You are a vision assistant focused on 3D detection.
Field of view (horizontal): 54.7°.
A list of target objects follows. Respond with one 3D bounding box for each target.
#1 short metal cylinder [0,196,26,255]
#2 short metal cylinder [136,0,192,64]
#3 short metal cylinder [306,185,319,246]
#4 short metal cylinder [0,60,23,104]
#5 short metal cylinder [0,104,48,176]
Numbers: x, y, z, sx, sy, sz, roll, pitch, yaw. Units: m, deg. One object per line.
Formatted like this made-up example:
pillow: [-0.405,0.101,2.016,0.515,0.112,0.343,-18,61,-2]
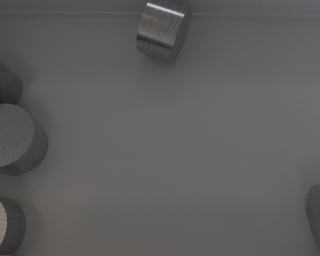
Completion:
short metal cylinder: [-0.204,0.115,0.353,0.081,0.050,0.080,0,70,0]
short metal cylinder: [0.007,-0.136,0.430,0.050,0.080,0.080,21,71,7]
short metal cylinder: [0.209,0.100,0.345,0.050,0.080,0.080,-7,70,-2]
short metal cylinder: [-0.228,-0.053,0.398,0.050,0.080,0.080,40,75,13]
short metal cylinder: [-0.190,0.016,0.389,0.081,0.050,0.080,0,70,0]
